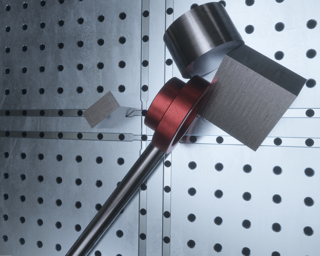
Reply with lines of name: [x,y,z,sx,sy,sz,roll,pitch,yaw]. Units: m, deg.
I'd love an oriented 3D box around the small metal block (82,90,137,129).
small metal block: [-0.068,-0.024,0.422,0.050,0.050,0.025,-37,79,16]

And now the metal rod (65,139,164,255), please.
metal rod: [-0.081,0.131,0.439,0.025,0.025,0.299,40,102,15]

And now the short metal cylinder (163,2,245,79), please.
short metal cylinder: [0.051,-0.100,0.365,0.080,0.080,0.050,-29,80,17]

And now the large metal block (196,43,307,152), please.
large metal block: [0.099,-0.035,0.345,0.080,0.050,0.079,35,131,14]

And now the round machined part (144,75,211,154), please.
round machined part: [0.018,-0.021,0.365,0.042,0.098,0.098,34,101,10]
